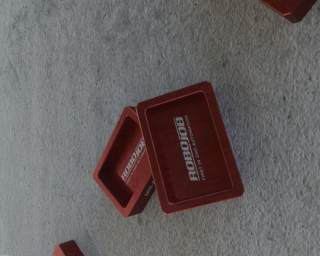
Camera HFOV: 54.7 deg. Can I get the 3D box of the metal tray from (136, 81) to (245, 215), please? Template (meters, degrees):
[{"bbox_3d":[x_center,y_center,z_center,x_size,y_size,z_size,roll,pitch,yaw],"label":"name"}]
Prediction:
[{"bbox_3d":[0.033,0.022,0.350,0.090,0.030,0.129,-17,78,12],"label":"metal tray"}]

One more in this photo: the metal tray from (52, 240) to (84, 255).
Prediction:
[{"bbox_3d":[-0.163,0.274,0.537,0.090,0.030,0.129,41,115,32],"label":"metal tray"}]

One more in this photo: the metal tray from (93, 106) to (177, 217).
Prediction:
[{"bbox_3d":[-0.037,0.046,0.432,0.090,0.030,0.129,42,115,31],"label":"metal tray"}]

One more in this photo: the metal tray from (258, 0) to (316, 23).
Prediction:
[{"bbox_3d":[0.113,-0.178,0.308,0.130,0.030,0.089,50,119,28],"label":"metal tray"}]
